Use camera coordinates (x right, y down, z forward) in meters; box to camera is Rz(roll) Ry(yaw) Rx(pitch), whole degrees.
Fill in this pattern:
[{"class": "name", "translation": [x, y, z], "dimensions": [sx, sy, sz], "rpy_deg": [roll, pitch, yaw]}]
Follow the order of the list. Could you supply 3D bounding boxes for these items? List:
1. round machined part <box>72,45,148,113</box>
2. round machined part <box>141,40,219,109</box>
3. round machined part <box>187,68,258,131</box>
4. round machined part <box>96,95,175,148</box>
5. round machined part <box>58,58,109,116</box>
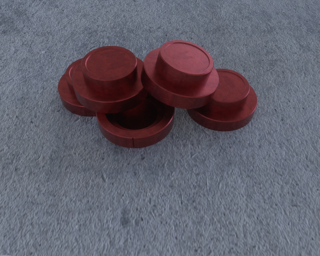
[{"class": "round machined part", "translation": [-0.062, -0.068, 0.395], "dimensions": [0.099, 0.042, 0.098], "rpy_deg": [0, 50, 0]}, {"class": "round machined part", "translation": [0.028, -0.073, 0.388], "dimensions": [0.099, 0.042, 0.098], "rpy_deg": [9, 48, -10]}, {"class": "round machined part", "translation": [0.086, -0.046, 0.432], "dimensions": [0.099, 0.042, 0.098], "rpy_deg": [0, 50, 0]}, {"class": "round machined part", "translation": [-0.031, -0.012, 0.403], "dimensions": [0.099, 0.042, 0.098], "rpy_deg": [0, 50, 0]}, {"class": "round machined part", "translation": [-0.098, -0.066, 0.447], "dimensions": [0.099, 0.042, 0.098], "rpy_deg": [0, 50, 0]}]
